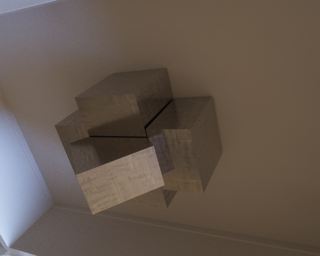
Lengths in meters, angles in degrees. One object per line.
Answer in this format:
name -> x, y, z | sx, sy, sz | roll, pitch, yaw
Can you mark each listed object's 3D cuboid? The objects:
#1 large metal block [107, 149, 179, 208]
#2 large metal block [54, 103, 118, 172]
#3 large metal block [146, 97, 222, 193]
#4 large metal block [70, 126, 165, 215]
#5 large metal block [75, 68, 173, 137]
large metal block -> -0.015, 0.057, 0.415 | 0.080, 0.080, 0.050 | 0, 118, 28
large metal block -> -0.084, 0.013, 0.425 | 0.050, 0.080, 0.080 | 0, 119, 28
large metal block -> 0.033, 0.017, 0.362 | 0.050, 0.080, 0.080 | 0, 118, 28
large metal block -> -0.051, 0.040, 0.350 | 0.081, 0.080, 0.050 | -20, 115, -12
large metal block -> -0.039, -0.032, 0.372 | 0.080, 0.080, 0.050 | 0, 118, 28
